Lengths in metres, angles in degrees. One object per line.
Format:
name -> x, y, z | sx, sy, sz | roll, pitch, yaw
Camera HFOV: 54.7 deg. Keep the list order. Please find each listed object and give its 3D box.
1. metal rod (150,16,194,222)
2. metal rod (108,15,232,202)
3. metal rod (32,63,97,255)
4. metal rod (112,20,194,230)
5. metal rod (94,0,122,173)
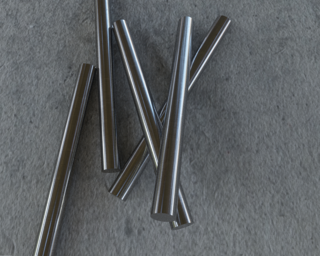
metal rod -> 0.021, -0.036, 0.382 | 0.025, 0.025, 0.300 | 7, 55, 2
metal rod -> 0.022, -0.038, 0.422 | 0.025, 0.025, 0.300 | 28, 72, 9
metal rod -> -0.120, 0.055, 0.386 | 0.025, 0.025, 0.299 | 7, 70, 2
metal rod -> -0.017, -0.024, 0.392 | 0.025, 0.025, 0.299 | -15, 63, -6
metal rod -> -0.077, -0.086, 0.438 | 0.025, 0.025, 0.299 | -6, 70, -3
